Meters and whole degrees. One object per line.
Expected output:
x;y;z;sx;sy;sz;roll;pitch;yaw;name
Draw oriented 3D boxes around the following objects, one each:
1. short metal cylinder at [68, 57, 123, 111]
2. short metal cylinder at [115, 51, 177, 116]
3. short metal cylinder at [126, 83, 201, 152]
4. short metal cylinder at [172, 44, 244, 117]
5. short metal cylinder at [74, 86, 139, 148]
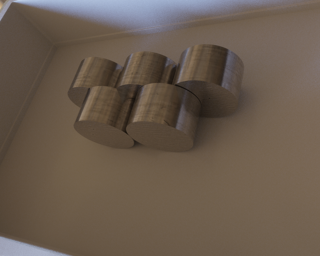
-0.085;-0.057;0.449;0.080;0.080;0.050;1;62;28;short metal cylinder
-0.014;-0.055;0.410;0.080;0.080;0.050;1;62;28;short metal cylinder
0.005;-0.010;0.372;0.080;0.080;0.050;1;62;28;short metal cylinder
0.056;-0.054;0.372;0.080;0.080;0.050;2;63;29;short metal cylinder
-0.066;-0.012;0.411;0.080;0.080;0.050;1;62;28;short metal cylinder
